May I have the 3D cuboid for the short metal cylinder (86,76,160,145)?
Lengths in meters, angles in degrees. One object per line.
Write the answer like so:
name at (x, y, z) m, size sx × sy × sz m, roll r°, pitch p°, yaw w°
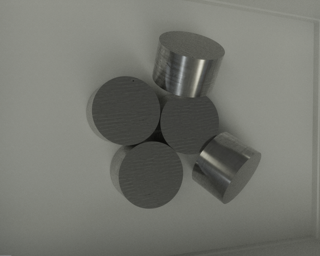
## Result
short metal cylinder at (-0.046, -0.020, 0.379) m, size 0.081 × 0.050 × 0.079 m, roll 0°, pitch 90°, yaw -21°

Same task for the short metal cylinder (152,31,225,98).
short metal cylinder at (0.034, -0.081, 0.386) m, size 0.081 × 0.080 × 0.050 m, roll -3°, pitch 130°, yaw -20°

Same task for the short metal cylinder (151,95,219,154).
short metal cylinder at (0.029, -0.007, 0.407) m, size 0.081 × 0.050 × 0.079 m, roll 0°, pitch 90°, yaw -21°

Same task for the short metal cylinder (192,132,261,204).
short metal cylinder at (0.088, 0.052, 0.408) m, size 0.080 × 0.050 × 0.080 m, roll -35°, pitch 145°, yaw -29°

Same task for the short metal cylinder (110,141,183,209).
short metal cylinder at (-0.018, 0.055, 0.390) m, size 0.081 × 0.050 × 0.079 m, roll 0°, pitch 90°, yaw -21°
